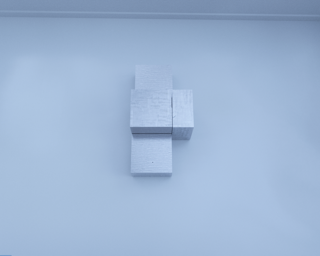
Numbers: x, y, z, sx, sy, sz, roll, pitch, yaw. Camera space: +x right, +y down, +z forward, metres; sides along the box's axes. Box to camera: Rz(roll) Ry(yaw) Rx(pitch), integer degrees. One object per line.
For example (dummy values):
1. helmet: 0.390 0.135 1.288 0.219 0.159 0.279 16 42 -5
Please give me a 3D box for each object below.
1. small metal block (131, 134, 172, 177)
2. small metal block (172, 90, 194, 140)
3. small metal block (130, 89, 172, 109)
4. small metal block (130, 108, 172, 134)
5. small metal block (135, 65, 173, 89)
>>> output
1. small metal block: -0.010 0.035 0.395 0.050 0.025 0.050 0 70 0
2. small metal block: 0.028 -0.016 0.400 0.025 0.050 0.050 0 70 0
3. small metal block: -0.011 -0.028 0.405 0.050 0.050 0.025 0 70 0
4. small metal block: -0.011 -0.005 0.396 0.050 0.050 0.025 0 70 0
5. small metal block: -0.008 -0.059 0.429 0.050 0.025 0.050 0 70 0
